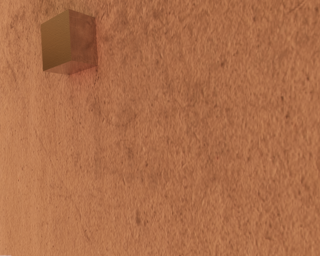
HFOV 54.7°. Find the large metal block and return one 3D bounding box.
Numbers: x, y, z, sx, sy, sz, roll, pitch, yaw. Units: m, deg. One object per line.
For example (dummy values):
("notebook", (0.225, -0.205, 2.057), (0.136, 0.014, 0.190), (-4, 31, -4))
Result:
("large metal block", (-0.150, -0.137, 0.509), (0.080, 0.050, 0.080), (-7, 86, 39))
